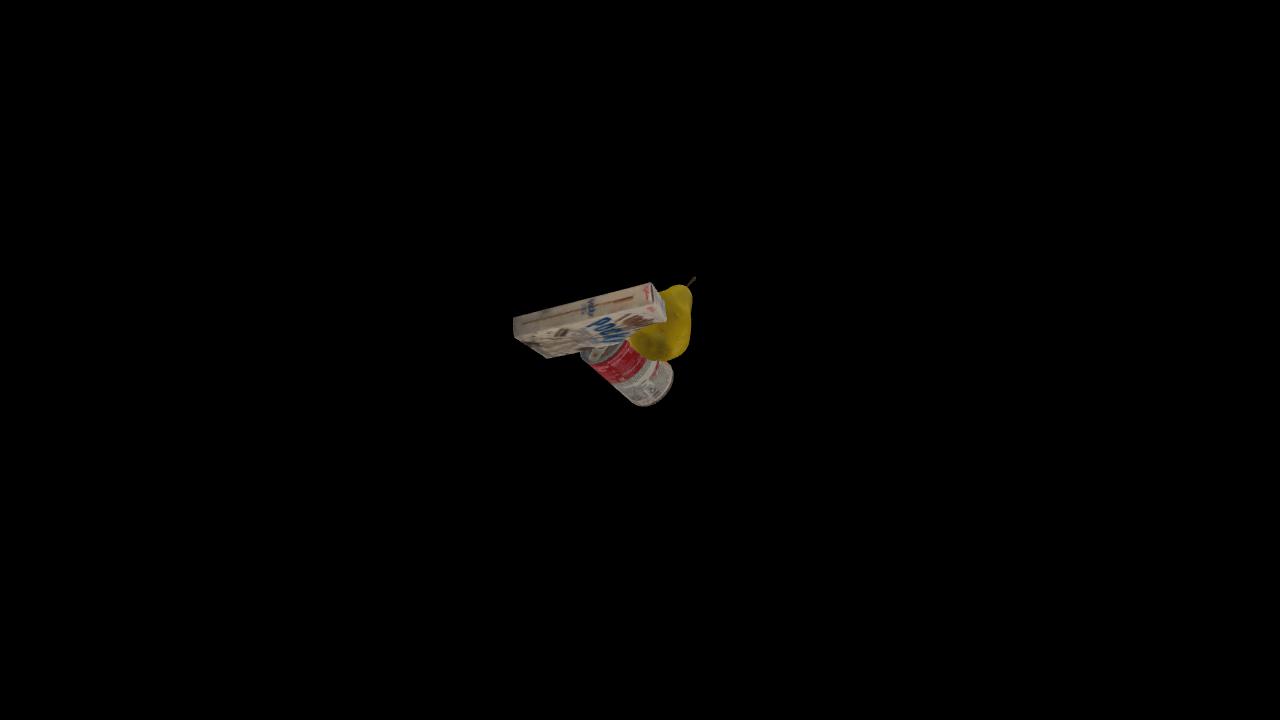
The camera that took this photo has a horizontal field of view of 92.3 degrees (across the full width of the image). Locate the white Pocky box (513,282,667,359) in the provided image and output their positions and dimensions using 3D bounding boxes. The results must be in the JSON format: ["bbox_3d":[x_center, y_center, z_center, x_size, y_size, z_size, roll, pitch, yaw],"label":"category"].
[{"bbox_3d":[-0.048,-0.039,0.653,0.154,0.028,0.084,-12,-21,14],"label":"white Pocky box"}]

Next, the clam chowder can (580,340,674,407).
[{"bbox_3d":[-0.013,0.003,0.724,0.068,0.068,0.102,0,-33,42],"label":"clam chowder can"}]

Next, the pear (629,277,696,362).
[{"bbox_3d":[0.031,-0.052,0.691,0.080,0.080,0.111,0,39,34],"label":"pear"}]
